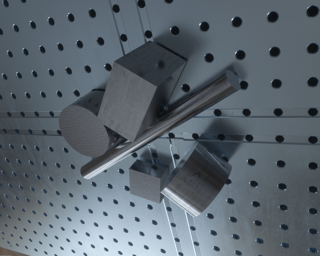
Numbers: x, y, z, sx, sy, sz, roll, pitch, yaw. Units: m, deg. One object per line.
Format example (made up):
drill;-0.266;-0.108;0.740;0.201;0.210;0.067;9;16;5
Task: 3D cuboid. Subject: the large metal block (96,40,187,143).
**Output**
large metal block;-0.021;-0.043;0.355;0.050;0.080;0.079;32;129;7

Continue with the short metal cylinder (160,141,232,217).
short metal cylinder;0.044;0.063;0.387;0.050;0.080;0.080;37;129;3

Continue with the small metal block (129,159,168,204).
small metal block;-0.017;0.080;0.465;0.050;0.025;0.050;14;124;20

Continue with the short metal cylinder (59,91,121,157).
short metal cylinder;-0.093;-0.006;0.435;0.080;0.050;0.079;13;124;21

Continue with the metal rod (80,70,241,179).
metal rod;-0.021;0.011;0.425;0.299;0.025;0.025;-32;101;38
